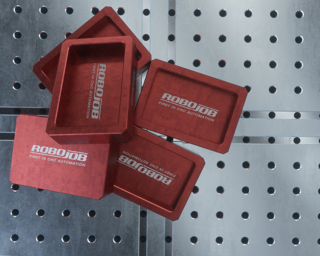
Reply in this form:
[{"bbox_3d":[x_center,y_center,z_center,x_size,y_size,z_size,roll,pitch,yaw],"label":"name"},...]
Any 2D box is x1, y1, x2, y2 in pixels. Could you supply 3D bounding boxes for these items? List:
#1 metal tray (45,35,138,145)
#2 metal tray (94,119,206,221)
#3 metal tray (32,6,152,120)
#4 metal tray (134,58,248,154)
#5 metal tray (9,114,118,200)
[{"bbox_3d":[-0.076,-0.047,0.368,0.090,0.030,0.130,-2,66,7],"label":"metal tray"},{"bbox_3d":[-0.018,0.053,0.410,0.130,0.030,0.090,25,90,0],"label":"metal tray"},{"bbox_3d":[-0.087,-0.083,0.409,0.130,0.030,0.090,-39,89,0],"label":"metal tray"},{"bbox_3d":[0.038,-0.028,0.410,0.131,0.030,0.090,18,91,0],"label":"metal tray"},{"bbox_3d":[-0.121,0.034,0.393,0.130,0.030,0.090,7,91,14],"label":"metal tray"}]
